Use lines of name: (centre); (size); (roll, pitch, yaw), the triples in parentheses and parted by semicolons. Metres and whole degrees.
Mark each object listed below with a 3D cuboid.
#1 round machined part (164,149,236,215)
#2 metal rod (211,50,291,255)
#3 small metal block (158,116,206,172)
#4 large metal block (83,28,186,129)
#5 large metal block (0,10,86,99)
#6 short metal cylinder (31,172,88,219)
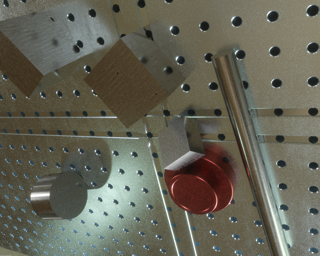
round machined part: (0.050, 0.079, 0.422); (0.098, 0.042, 0.097); (13, 124, 21)
metal rod: (0.118, 0.051, 0.380); (0.025, 0.025, 0.299); (-8, 115, 32)
small metal block: (0.026, 0.021, 0.392); (0.025, 0.050, 0.050); (16, 140, -35)
large metal block: (-0.031, -0.059, 0.375); (0.080, 0.050, 0.080); (49, 129, -7)
large metal block: (-0.160, -0.097, 0.400); (0.080, 0.080, 0.050); (47, 129, -5)
short metal cylinder: (-0.174, 0.118, 0.541); (0.050, 0.080, 0.080); (-12, 113, 33)
